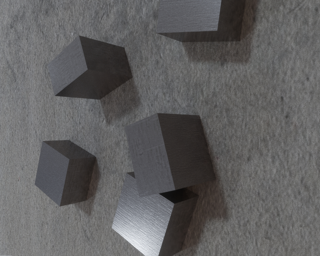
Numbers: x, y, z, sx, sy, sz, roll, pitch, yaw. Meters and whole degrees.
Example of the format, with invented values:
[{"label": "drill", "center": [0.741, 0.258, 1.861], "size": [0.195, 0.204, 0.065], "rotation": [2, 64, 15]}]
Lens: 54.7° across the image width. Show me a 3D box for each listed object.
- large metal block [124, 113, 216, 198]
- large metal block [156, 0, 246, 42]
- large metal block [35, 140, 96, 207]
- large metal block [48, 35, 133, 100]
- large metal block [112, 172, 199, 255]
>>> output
[{"label": "large metal block", "center": [0.013, 0.030, 0.357], "size": [0.050, 0.081, 0.080], "rotation": [-21, 77, 37]}, {"label": "large metal block", "center": [0.047, -0.143, 0.348], "size": [0.080, 0.050, 0.079], "rotation": [12, 98, 39]}, {"label": "large metal block", "center": [-0.159, 0.072, 0.517], "size": [0.080, 0.050, 0.079], "rotation": [24, 105, 37]}, {"label": "large metal block", "center": [-0.101, -0.083, 0.450], "size": [0.080, 0.081, 0.050], "rotation": [-27, 74, 36]}, {"label": "large metal block", "center": [-0.008, 0.107, 0.393], "size": [0.080, 0.050, 0.079], "rotation": [25, 106, 37]}]
